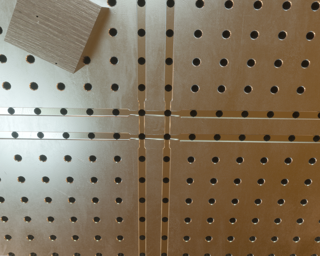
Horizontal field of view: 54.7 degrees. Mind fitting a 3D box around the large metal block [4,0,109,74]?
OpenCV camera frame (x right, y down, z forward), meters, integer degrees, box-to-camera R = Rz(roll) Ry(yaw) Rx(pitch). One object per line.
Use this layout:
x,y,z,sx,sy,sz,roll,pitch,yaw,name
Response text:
-0.116,-0.120,0.354,0.080,0.050,0.080,25,108,-10,large metal block
